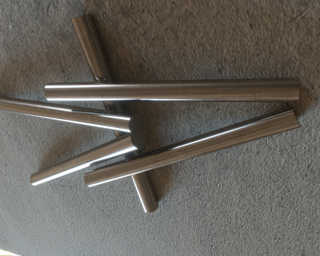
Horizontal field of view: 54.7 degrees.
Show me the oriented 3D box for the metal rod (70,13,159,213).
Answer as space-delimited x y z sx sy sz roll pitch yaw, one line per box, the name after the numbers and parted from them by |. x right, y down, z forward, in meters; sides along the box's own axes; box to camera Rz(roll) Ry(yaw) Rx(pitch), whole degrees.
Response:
-0.055 -0.005 0.433 0.025 0.025 0.298 -3 117 29 | metal rod

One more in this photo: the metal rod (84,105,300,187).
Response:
0.019 0.032 0.397 0.300 0.025 0.025 -20 108 28 | metal rod

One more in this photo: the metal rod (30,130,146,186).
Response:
-0.132 0.056 0.492 0.299 0.025 0.025 -22 107 41 | metal rod

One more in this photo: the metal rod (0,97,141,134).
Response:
-0.160 -0.025 0.457 0.300 0.025 0.025 9 122 30 | metal rod

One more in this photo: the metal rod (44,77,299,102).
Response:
-0.003 -0.043 0.361 0.301 0.025 0.025 2 120 19 | metal rod
